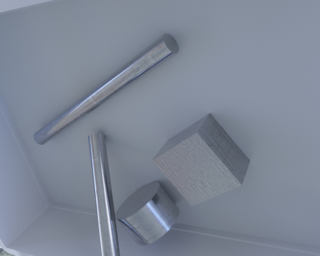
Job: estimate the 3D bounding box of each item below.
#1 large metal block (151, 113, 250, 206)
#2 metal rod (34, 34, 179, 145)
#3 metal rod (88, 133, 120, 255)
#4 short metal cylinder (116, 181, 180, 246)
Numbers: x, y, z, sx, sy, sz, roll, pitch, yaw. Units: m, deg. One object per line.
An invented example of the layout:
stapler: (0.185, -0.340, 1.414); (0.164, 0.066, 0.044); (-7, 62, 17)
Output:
large metal block: (0.052, 0.041, 0.390); (0.080, 0.050, 0.080); (49, 128, -7)
metal rod: (-0.094, -0.038, 0.432); (0.299, 0.025, 0.025); (-27, 104, 37)
metal rod: (-0.072, 0.155, 0.433); (0.025, 0.025, 0.299); (-20, 73, 35)
short metal cylinder: (-0.019, 0.125, 0.459); (0.080, 0.080, 0.050); (-28, 103, 37)
